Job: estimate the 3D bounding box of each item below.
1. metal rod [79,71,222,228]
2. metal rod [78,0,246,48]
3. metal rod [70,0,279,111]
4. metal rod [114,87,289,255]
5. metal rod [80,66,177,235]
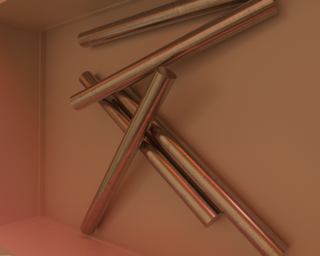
[{"bbox_3d":[-0.029,0.012,0.428,0.300,0.025,0.025,46,117,30],"label":"metal rod"},{"bbox_3d":[-0.007,-0.145,0.410,0.300,0.025,0.025,-1,90,39],"label":"metal rod"},{"bbox_3d":[-0.005,-0.083,0.388,0.300,0.025,0.025,-20,77,31],"label":"metal rod"},{"bbox_3d":[0.029,0.034,0.381,0.300,0.025,0.025,46,117,30],"label":"metal rod"},{"bbox_3d":[-0.055,0.050,0.422,0.025,0.025,0.298,48,126,29],"label":"metal rod"}]
